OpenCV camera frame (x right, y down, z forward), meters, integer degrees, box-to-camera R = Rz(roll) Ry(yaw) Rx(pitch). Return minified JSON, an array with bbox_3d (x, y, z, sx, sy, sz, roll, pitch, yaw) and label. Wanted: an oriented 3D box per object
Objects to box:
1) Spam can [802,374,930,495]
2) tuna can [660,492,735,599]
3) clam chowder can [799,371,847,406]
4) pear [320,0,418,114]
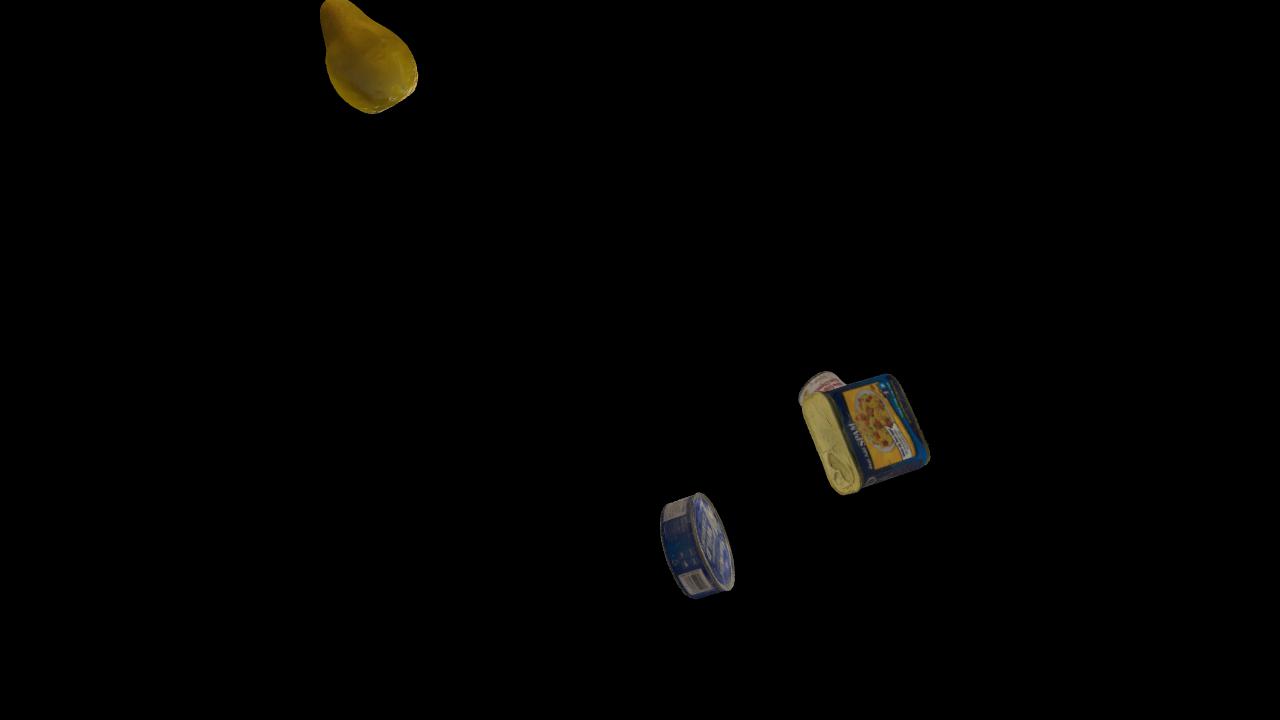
[{"bbox_3d":[0.221,0.070,0.603,0.085,0.101,0.058,-15,-14,-15],"label":"Spam can"},{"bbox_3d":[0.050,0.160,0.528,0.034,0.084,0.084,-24,-7,17],"label":"tuna can"},{"bbox_3d":[0.275,0.070,0.844,0.068,0.068,0.102,0,34,-32],"label":"clam chowder can"},{"bbox_3d":[-0.250,-0.281,0.545,0.080,0.111,0.080,-21,33,14],"label":"pear"}]
